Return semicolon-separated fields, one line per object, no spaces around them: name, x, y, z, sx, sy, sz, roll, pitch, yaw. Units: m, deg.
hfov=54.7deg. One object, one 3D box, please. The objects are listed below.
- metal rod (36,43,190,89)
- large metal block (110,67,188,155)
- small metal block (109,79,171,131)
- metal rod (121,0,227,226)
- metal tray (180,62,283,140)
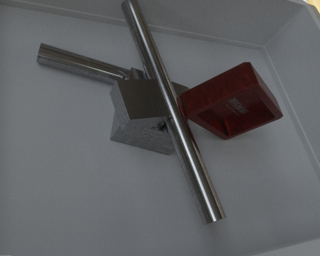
metal rod;-0.012;-0.060;0.436;0.302;0.025;0.025;14;56;-21
large metal block;-0.012;-0.020;0.395;0.081;0.050;0.080;17;55;-19
small metal block;-0.022;-0.027;0.345;0.050;0.025;0.050;-7;65;-32
metal rod;0.007;-0.036;0.367;0.025;0.025;0.299;-7;65;-32
metal tray;0.096;-0.027;0.398;0.130;0.090;0.030;25;46;-54
